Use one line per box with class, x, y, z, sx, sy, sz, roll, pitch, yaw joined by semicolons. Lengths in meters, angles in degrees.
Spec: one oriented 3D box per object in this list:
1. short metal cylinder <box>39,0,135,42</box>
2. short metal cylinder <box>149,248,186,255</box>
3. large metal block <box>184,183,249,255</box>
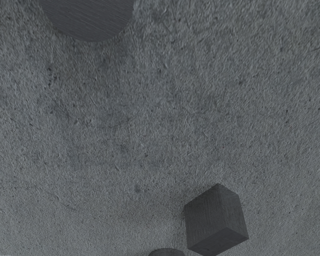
short metal cylinder;-0.063;-0.127;0.282;0.081;0.050;0.079;0;130;0
short metal cylinder;0.014;0.291;0.639;0.081;0.050;0.079;0;130;0
large metal block;0.087;0.150;0.500;0.050;0.080;0.080;33;123;-25
